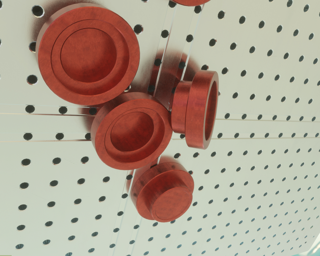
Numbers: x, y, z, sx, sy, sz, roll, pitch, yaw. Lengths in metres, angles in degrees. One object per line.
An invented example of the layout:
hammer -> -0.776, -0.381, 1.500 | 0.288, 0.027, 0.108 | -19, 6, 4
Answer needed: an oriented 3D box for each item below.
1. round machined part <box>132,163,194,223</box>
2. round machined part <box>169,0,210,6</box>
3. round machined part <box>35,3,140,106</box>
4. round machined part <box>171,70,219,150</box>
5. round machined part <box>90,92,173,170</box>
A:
round machined part -> 0.010, 0.105, 0.472 | 0.099, 0.042, 0.097 | -14, 124, -21
round machined part -> 0.038, -0.175, 0.314 | 0.099, 0.042, 0.097 | -14, 125, -21
round machined part -> -0.074, -0.075, 0.314 | 0.099, 0.042, 0.097 | -14, 125, -21
round machined part -> 0.044, -0.024, 0.389 | 0.042, 0.098, 0.097 | 9, 125, 17
round machined part -> -0.037, 0.000, 0.382 | 0.099, 0.042, 0.097 | -14, 124, -21
